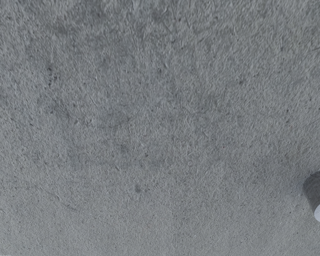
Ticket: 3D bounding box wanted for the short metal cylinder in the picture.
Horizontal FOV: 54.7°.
[{"bbox_3d":[0.273,0.106,0.483,0.081,0.050,0.079,0,130,0],"label":"short metal cylinder"}]
